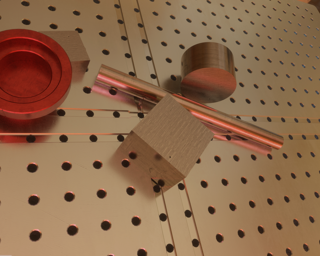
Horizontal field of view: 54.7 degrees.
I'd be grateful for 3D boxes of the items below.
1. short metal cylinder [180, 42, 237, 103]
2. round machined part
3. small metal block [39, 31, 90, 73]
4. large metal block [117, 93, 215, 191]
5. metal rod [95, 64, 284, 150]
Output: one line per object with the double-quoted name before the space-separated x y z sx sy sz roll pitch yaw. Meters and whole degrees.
"short metal cylinder" 0.071 -0.081 0.463 0.081 0.080 0.050 16 55 -20
"round machined part" -0.149 -0.055 0.341 0.099 0.042 0.098 5 72 -17
"small metal block" -0.126 -0.098 0.401 0.050 0.025 0.050 -13 69 -34
"large metal block" 0.009 0.017 0.388 0.080 0.050 0.080 41 51 -1
"metal rod" 0.055 -0.025 0.454 0.302 0.025 0.025 20 54 -17
